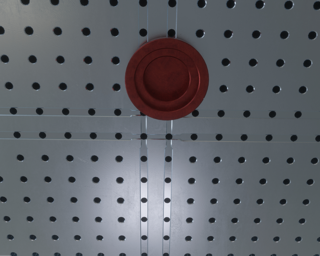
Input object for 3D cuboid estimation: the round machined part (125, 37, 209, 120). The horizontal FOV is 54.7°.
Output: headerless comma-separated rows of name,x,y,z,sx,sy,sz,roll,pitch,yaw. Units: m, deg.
round machined part,0.008,-0.062,0.382,0.099,0.042,0.097,0,110,0
